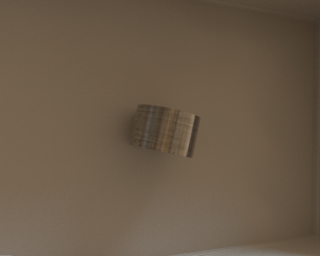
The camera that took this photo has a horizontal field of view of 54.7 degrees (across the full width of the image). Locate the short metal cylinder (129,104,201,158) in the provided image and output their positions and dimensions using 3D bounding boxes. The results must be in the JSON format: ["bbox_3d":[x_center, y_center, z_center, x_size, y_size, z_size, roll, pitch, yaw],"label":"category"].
[{"bbox_3d":[0.006,0.005,0.385,0.081,0.080,0.050,13,86,-20],"label":"short metal cylinder"}]
